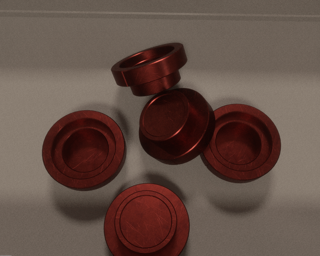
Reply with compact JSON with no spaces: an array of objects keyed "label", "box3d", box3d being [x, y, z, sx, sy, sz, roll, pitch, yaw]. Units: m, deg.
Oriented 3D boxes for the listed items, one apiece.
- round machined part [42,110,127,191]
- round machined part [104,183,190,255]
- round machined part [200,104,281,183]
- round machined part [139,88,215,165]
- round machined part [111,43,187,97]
[{"label":"round machined part","box3d":[-0.091,0.030,0.388,0.099,0.042,0.098,0,70,-1]},{"label":"round machined part","box3d":[-0.015,0.110,0.354,0.099,0.042,0.098,0,62,0]},{"label":"round machined part","box3d":[0.097,0.022,0.394,0.099,0.042,0.098,0,70,-1]},{"label":"round machined part","box3d":[0.014,-0.007,0.380,0.098,0.042,0.098,-15,58,26]},{"label":"round machined part","box3d":[-0.011,-0.075,0.409,0.099,0.098,0.042,-24,115,-9]}]
